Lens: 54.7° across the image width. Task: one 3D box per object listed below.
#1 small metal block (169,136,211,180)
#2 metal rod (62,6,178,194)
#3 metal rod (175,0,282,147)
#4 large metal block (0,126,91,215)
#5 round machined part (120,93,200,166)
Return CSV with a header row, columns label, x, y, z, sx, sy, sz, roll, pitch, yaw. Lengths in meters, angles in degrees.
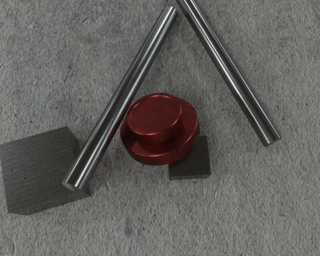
label,x,y,z,sx,sy,sz,roll,pitch,yaw
small metal block,0.035,0.038,0.395,0.050,0.025,0.050,-3,70,-2
metal rod,-0.038,-0.056,0.401,0.025,0.025,0.300,21,61,7
metal rod,0.084,-0.109,0.448,0.025,0.025,0.299,-24,72,-9
large metal block,-0.137,0.053,0.374,0.081,0.050,0.080,-16,71,-6
round machined part,-0.003,-0.006,0.381,0.098,0.042,0.098,-9,48,10
